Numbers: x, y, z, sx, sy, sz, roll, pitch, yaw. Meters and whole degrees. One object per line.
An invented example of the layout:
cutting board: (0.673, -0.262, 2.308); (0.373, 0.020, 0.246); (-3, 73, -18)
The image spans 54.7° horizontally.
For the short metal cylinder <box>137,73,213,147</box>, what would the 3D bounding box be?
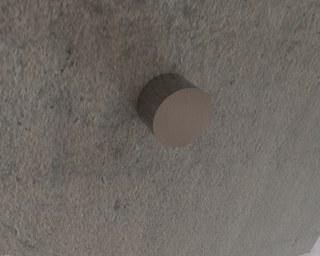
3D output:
short metal cylinder: (0.018, -0.023, 0.388); (0.081, 0.050, 0.079); (-14, 125, -21)
